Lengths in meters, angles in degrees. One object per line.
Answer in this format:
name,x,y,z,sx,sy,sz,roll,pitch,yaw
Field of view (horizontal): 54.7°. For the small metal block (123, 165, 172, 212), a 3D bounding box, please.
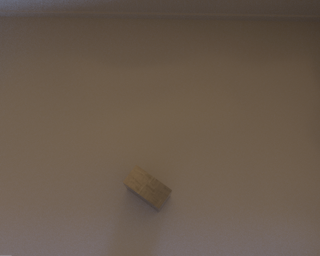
small metal block,-0.014,0.073,0.369,0.050,0.050,0.025,34,74,11
